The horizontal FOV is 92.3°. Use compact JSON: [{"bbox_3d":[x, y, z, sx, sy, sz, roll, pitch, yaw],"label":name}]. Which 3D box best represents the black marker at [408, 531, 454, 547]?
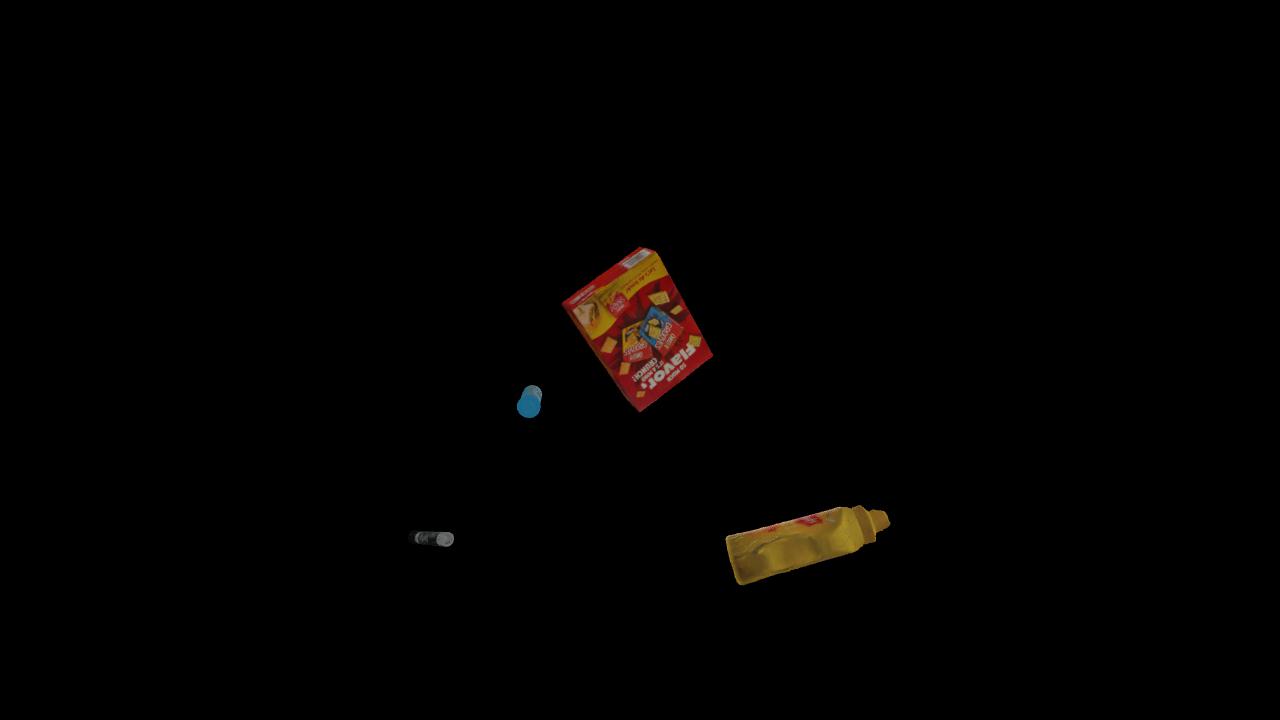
[{"bbox_3d":[-0.292,0.247,0.853,0.020,0.020,0.121,0,-11,-42],"label":"black marker"}]

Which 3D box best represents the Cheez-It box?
[{"bbox_3d":[0.001,-0.049,1.019,0.166,0.223,0.071,-37,27,-8],"label":"Cheez-It box"}]

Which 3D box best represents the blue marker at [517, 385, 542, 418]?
[{"bbox_3d":[-0.097,0.035,0.545,0.020,0.020,0.121,0,2,-8],"label":"blue marker"}]

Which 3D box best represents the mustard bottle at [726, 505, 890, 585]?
[{"bbox_3d":[0.192,0.205,0.701,0.184,0.054,0.092,-17,-12,5],"label":"mustard bottle"}]
